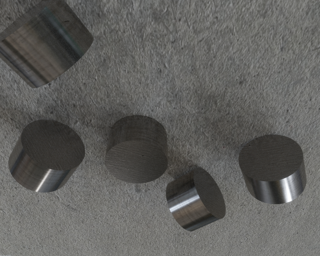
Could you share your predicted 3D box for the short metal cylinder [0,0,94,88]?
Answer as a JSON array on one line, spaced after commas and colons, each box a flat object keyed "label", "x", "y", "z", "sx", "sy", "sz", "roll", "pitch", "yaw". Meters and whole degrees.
[{"label": "short metal cylinder", "x": -0.112, "y": -0.084, "z": 0.298, "sx": 0.080, "sy": 0.080, "sz": 0.050, "roll": -25, "pitch": 126, "yaw": 19}]

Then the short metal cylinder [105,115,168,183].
[{"label": "short metal cylinder", "x": -0.030, "y": 0.029, "z": 0.415, "sx": 0.081, "sy": 0.050, "sz": 0.079, "roll": 0, "pitch": 130, "yaw": 0}]

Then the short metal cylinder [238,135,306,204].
[{"label": "short metal cylinder", "x": 0.152, "y": 0.055, "z": 0.419, "sx": 0.080, "sy": 0.080, "sz": 0.050, "roll": -17, "pitch": 128, "yaw": 13}]

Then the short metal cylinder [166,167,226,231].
[{"label": "short metal cylinder", "x": 0.054, "y": 0.106, "z": 0.461, "sx": 0.050, "sy": 0.080, "sz": 0.080, "roll": -33, "pitch": 123, "yaw": 25}]

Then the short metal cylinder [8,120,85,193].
[{"label": "short metal cylinder", "x": -0.145, "y": 0.035, "z": 0.400, "sx": 0.080, "sy": 0.080, "sz": 0.050, "roll": 27, "pitch": 125, "yaw": -21}]
